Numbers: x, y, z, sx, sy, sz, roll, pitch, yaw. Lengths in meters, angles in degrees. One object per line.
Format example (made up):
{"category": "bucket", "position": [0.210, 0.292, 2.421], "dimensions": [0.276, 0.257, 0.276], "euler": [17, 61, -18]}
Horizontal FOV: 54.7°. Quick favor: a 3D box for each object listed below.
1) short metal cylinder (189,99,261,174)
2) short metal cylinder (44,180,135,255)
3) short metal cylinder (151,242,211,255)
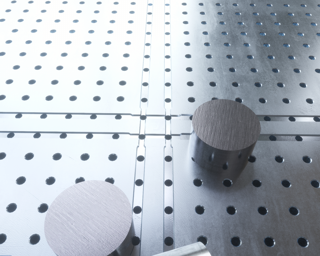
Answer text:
{"category": "short metal cylinder", "position": [0.078, 0.010, 0.384], "dimensions": [0.081, 0.050, 0.080], "euler": [0, 50, 0]}
{"category": "short metal cylinder", "position": [-0.066, 0.099, 0.307], "dimensions": [0.081, 0.050, 0.080], "euler": [0, 50, 0]}
{"category": "short metal cylinder", "position": [0.021, 0.141, 0.254], "dimensions": [0.050, 0.080, 0.080], "euler": [-13, 51, -11]}
